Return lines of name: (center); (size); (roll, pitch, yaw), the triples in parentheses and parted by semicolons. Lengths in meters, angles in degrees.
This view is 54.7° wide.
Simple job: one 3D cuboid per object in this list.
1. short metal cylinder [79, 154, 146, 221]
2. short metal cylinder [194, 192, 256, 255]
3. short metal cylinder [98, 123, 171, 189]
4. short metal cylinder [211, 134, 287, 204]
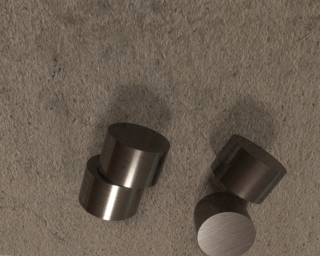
short metal cylinder: (-0.061, 0.076, 0.408); (0.080, 0.080, 0.050); (15, 109, -6)
short metal cylinder: (0.092, 0.141, 0.450); (0.081, 0.050, 0.079); (0, 110, -1)
short metal cylinder: (-0.033, 0.033, 0.392); (0.080, 0.080, 0.050); (16, 109, -7)
short metal cylinder: (0.114, 0.052, 0.401); (0.080, 0.080, 0.050); (29, 107, -11)
